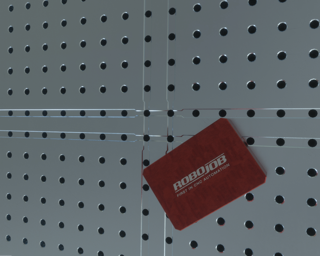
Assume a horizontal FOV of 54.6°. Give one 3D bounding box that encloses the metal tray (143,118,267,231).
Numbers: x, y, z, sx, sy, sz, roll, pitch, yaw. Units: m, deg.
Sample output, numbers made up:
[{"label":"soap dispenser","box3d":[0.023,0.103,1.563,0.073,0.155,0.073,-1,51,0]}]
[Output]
[{"label":"metal tray","box3d":[0.054,0.058,0.391,0.130,0.030,0.090,-35,79,16]}]
